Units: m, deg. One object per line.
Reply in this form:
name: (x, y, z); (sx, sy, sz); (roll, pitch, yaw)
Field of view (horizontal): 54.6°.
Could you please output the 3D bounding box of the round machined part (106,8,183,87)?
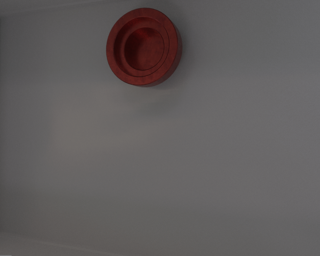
round machined part: (-0.017, -0.102, 0.408); (0.098, 0.042, 0.097); (0, 90, 20)
